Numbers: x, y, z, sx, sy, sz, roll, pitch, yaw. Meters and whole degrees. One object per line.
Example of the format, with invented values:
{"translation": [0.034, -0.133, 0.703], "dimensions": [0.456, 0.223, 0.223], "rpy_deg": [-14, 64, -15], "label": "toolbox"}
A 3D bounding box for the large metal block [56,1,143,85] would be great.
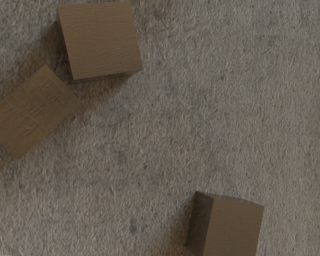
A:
{"translation": [-0.073, -0.100, 0.369], "dimensions": [0.081, 0.050, 0.080], "rpy_deg": [-13, 95, -20], "label": "large metal block"}

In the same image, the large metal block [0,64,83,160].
{"translation": [-0.135, -0.016, 0.330], "dimensions": [0.080, 0.080, 0.050], "rpy_deg": [-46, 105, -14], "label": "large metal block"}

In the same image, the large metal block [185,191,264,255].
{"translation": [0.089, 0.138, 0.430], "dimensions": [0.081, 0.050, 0.080], "rpy_deg": [14, 85, -20], "label": "large metal block"}
